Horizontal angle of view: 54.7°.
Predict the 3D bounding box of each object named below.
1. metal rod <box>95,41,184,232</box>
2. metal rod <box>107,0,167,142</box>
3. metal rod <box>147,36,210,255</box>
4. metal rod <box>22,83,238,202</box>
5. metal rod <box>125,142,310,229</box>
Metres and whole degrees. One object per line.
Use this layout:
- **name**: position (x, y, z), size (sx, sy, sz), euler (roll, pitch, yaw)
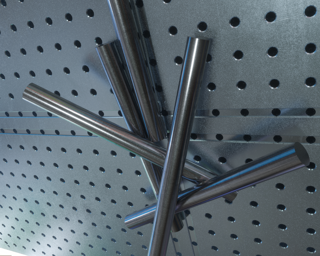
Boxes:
- **metal rod**: position (-0.021, 0.027, 0.437), size (0.025, 0.025, 0.298), euler (-6, 116, 30)
- **metal rod**: position (-0.040, -0.118, 0.357), size (0.025, 0.025, 0.298), euler (-1, 118, 28)
- **metal rod**: position (0.018, 0.042, 0.380), size (0.025, 0.025, 0.298), euler (16, 110, 18)
- **metal rod**: position (-0.036, 0.020, 0.406), size (0.301, 0.025, 0.025), euler (26, 128, -2)
- **metal rod**: position (0.046, 0.088, 0.399), size (0.025, 0.025, 0.299), euler (49, 132, -7)
